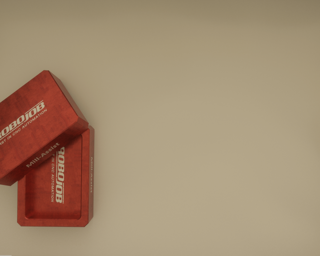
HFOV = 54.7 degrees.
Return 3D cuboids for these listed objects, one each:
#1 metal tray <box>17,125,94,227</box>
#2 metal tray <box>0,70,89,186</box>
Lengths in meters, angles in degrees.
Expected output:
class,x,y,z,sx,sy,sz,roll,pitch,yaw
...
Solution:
class,x,y,z,sx,sy,sz,roll,pitch,yaw
metal tray,-0.135,0.061,0.407,0.091,0.030,0.129,1,90,0
metal tray,-0.167,-0.001,0.391,0.130,0.030,0.090,-37,69,0
